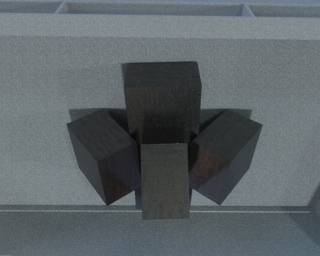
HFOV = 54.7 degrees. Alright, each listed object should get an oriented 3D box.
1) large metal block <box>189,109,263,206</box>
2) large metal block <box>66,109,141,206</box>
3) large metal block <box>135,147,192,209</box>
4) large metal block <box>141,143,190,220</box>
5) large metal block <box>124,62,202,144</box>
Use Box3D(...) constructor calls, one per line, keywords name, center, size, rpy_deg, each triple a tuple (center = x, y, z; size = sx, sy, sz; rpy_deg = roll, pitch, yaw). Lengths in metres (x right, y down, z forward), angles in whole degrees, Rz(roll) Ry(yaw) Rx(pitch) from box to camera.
Box3D(name="large metal block", center=(0.081, 0.036, 0.393), size=(0.050, 0.080, 0.079), rpy_deg=(28, 137, 28))
Box3D(name="large metal block", center=(-0.070, 0.036, 0.391), size=(0.050, 0.080, 0.079), rpy_deg=(-27, 137, -26))
Box3D(name="large metal block", center=(0.005, 0.075, 0.455), size=(0.081, 0.050, 0.079), rpy_deg=(0, 130, -1))
Box3D(name="large metal block", center=(0.005, 0.059, 0.369), size=(0.050, 0.080, 0.080), rpy_deg=(-1, 86, -1))
Box3D(name="large metal block", center=(0.004, -0.028, 0.363), size=(0.080, 0.050, 0.079), rpy_deg=(-1, 130, 1))
